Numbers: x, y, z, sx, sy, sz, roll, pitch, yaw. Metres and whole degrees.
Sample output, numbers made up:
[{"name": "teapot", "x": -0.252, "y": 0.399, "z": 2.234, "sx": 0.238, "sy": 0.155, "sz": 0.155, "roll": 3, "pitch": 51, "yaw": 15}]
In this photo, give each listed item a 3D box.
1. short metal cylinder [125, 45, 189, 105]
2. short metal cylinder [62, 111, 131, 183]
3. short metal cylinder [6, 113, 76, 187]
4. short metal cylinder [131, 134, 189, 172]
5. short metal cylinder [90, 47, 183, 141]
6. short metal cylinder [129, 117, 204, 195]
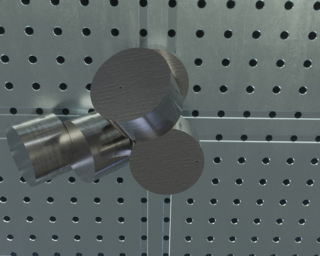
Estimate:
[{"name": "short metal cylinder", "x": -0.007, "y": -0.058, "z": 0.378, "sx": 0.081, "sy": 0.050, "sz": 0.079, "roll": 0, "pitch": 110, "yaw": 0}, {"name": "short metal cylinder", "x": -0.080, "y": 0.021, "z": 0.383, "sx": 0.050, "sy": 0.080, "sz": 0.079, "roll": -23, "pitch": 115, "yaw": -36}, {"name": "short metal cylinder", "x": -0.149, "y": 0.026, "z": 0.385, "sx": 0.050, "sy": 0.080, "sz": 0.079, "roll": -24, "pitch": 115, "yaw": -37}, {"name": "short metal cylinder", "x": -0.002, "y": 0.017, "z": 0.405, "sx": 0.081, "sy": 0.050, "sz": 0.079, "roll": 0, "pitch": 110, "yaw": 0}, {"name": "short metal cylinder", "x": -0.021, "y": -0.033, "z": 0.311, "sx": 0.080, "sy": 0.080, "sz": 0.050, "roll": -23, "pitch": 152, "yaw": 8}, {"name": "short metal cylinder", "x": 0.007, "y": 0.029, "z": 0.355, "sx": 0.081, "sy": 0.050, "sz": 0.079, "roll": 0, "pitch": 110, "yaw": 0}]
